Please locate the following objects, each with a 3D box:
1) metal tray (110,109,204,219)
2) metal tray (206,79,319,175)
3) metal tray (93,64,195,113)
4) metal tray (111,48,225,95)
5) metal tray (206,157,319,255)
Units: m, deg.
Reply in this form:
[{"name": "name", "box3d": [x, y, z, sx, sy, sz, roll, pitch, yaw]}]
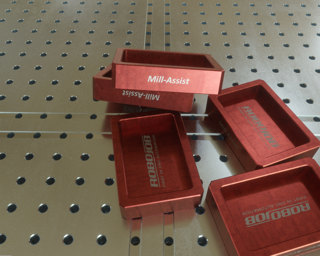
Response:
[{"name": "metal tray", "box3d": [-0.008, 0.037, 0.373, 0.091, 0.030, 0.130, -8, 51, -7]}, {"name": "metal tray", "box3d": [0.130, -0.004, 0.409, 0.091, 0.030, 0.130, -17, 52, -14]}, {"name": "metal tray", "box3d": [-0.016, -0.060, 0.431, 0.131, 0.030, 0.090, 8, 26, 6]}, {"name": "metal tray", "box3d": [0.007, -0.075, 0.397, 0.131, 0.030, 0.090, 3, 26, -5]}, {"name": "metal tray", "box3d": [0.126, 0.088, 0.332, 0.131, 0.030, 0.090, -12, 51, -10]}]
